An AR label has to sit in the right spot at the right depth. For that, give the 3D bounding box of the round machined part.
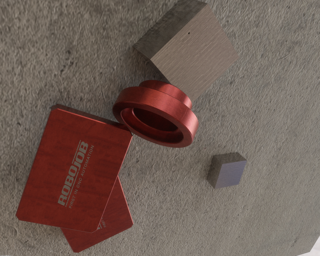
[{"bbox_3d":[-0.002,-0.019,0.360,0.098,0.098,0.042,44,60,-40],"label":"round machined part"}]

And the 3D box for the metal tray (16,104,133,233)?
[{"bbox_3d":[-0.096,0.048,0.352,0.091,0.030,0.129,18,98,-21],"label":"metal tray"}]

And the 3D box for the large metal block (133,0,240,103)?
[{"bbox_3d":[0.031,-0.087,0.355,0.080,0.050,0.080,-44,130,2],"label":"large metal block"}]

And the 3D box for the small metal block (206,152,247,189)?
[{"bbox_3d":[0.110,0.070,0.513,0.050,0.025,0.050,-4,121,-27],"label":"small metal block"}]

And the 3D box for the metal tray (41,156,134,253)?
[{"bbox_3d":[-0.094,0.102,0.416,0.091,0.030,0.129,-22,127,-16],"label":"metal tray"}]
